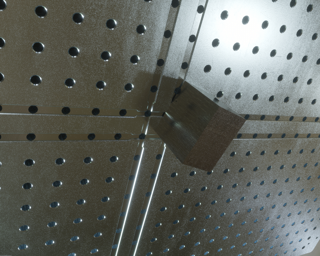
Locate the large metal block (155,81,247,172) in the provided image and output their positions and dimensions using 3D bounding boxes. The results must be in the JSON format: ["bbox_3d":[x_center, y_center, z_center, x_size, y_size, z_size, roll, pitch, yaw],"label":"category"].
[{"bbox_3d":[0.048,-0.003,0.399,0.050,0.080,0.080,21,107,-36],"label":"large metal block"}]
